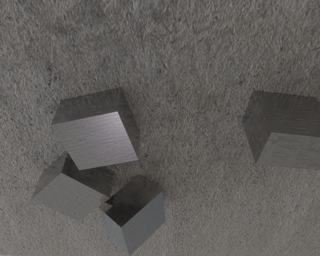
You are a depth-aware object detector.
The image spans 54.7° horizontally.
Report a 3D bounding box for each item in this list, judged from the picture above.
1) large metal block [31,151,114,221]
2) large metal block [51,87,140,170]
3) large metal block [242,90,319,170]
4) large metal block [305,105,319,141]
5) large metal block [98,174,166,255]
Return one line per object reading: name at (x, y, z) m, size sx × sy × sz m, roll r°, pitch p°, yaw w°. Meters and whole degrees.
large metal block at (-0.128, 0.085, 0.462) m, size 0.080 × 0.050 × 0.080 m, roll 36°, pitch 122°, yaw -27°
large metal block at (-0.076, 0.002, 0.392) m, size 0.080 × 0.050 × 0.080 m, roll -11°, pitch 130°, yaw 9°
large metal block at (0.153, 0.001, 0.374) m, size 0.081 × 0.080 × 0.050 m, roll 6°, pitch 130°, yaw -5°
large metal block at (0.236, -0.004, 0.370) m, size 0.050 × 0.080 × 0.080 m, roll 29°, pitch 124°, yaw -23°
large metal block at (-0.039, 0.133, 0.476) m, size 0.050 × 0.080 × 0.080 m, roll 29°, pitch 141°, yaw 34°
